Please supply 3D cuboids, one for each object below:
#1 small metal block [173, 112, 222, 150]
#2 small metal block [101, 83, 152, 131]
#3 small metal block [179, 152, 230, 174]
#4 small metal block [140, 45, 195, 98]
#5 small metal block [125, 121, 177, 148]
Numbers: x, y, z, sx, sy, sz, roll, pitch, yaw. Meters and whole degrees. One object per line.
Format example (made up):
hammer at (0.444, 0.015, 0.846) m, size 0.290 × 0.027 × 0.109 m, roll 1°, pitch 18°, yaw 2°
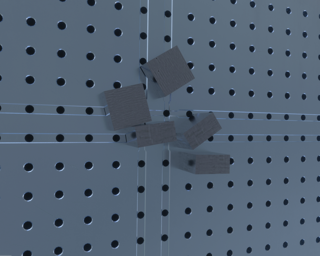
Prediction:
small metal block at (0.046, 0.004, 0.418) m, size 0.050 × 0.050 × 0.025 m, roll -35°, pitch 102°, yaw -17°
small metal block at (-0.043, -0.027, 0.397) m, size 0.050 × 0.025 × 0.050 m, roll -16°, pitch 95°, yaw -20°
small metal block at (0.060, 0.047, 0.423) m, size 0.050 × 0.050 × 0.025 m, roll 2°, pitch 90°, yaw -20°
small metal block at (0.010, -0.075, 0.417) m, size 0.050 × 0.025 × 0.050 m, roll -34°, pitch 101°, yaw -17°
small metal block at (-0.013, 0.007, 0.396) m, size 0.050 × 0.050 × 0.025 m, roll -9°, pitch 94°, yaw -20°
